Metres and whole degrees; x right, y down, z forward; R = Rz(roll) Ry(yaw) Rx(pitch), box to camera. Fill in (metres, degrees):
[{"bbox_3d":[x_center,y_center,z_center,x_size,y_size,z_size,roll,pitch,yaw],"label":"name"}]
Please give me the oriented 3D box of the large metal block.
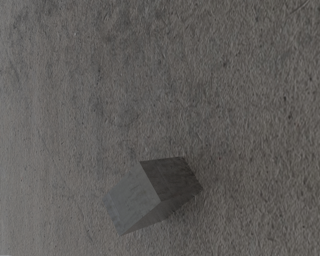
[{"bbox_3d":[-0.009,0.081,0.377,0.080,0.081,0.050,-46,62,30],"label":"large metal block"}]
